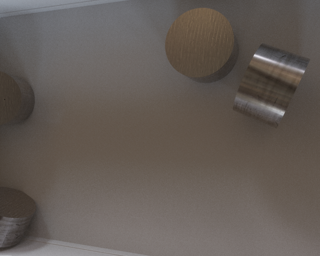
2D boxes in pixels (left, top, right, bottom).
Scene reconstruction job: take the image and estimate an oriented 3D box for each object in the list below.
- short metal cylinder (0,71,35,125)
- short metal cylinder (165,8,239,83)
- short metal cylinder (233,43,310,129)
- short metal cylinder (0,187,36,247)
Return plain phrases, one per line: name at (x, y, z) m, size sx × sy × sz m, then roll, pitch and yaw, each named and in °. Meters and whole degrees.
short metal cylinder at (-0.240, -0.044, 0.468) m, size 0.081 × 0.050 × 0.079 m, roll 0°, pitch 92°, yaw -2°
short metal cylinder at (0.053, -0.098, 0.379) m, size 0.080 × 0.050 × 0.080 m, roll 0°, pitch 90°, yaw 20°
short metal cylinder at (0.121, -0.046, 0.339) m, size 0.050 × 0.080 × 0.080 m, roll 26°, pitch 99°, yaw 18°
short metal cylinder at (-0.236, 0.131, 0.465) m, size 0.080 × 0.080 × 0.050 m, roll 29°, pitch 100°, yaw 17°
